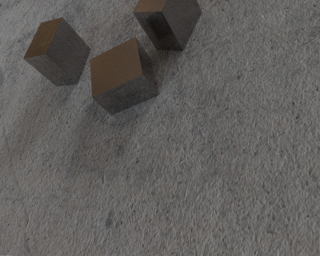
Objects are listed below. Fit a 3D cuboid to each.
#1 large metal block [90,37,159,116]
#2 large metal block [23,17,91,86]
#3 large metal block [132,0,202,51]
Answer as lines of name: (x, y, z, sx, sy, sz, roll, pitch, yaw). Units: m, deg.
large metal block: (-0.055, -0.077, 0.464, 0.080, 0.050, 0.080, -23, 53, 14)
large metal block: (-0.176, -0.130, 0.541, 0.050, 0.080, 0.080, -2, 61, 27)
large metal block: (0.014, -0.175, 0.469, 0.050, 0.080, 0.080, 12, 68, 33)
